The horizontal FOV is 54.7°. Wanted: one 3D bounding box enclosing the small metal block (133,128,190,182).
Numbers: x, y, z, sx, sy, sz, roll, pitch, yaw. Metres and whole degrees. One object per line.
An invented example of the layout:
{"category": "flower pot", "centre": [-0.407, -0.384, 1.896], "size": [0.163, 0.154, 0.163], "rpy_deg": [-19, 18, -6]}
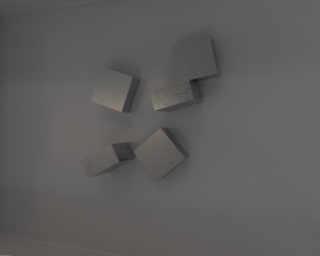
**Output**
{"category": "small metal block", "centre": [0.002, 0.034, 0.410], "size": [0.050, 0.025, 0.050], "rpy_deg": [-41, 77, 15]}

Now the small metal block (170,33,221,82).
{"category": "small metal block", "centre": [0.045, -0.086, 0.394], "size": [0.050, 0.025, 0.050], "rpy_deg": [-12, 86, 19]}

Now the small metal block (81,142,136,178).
{"category": "small metal block", "centre": [-0.069, 0.043, 0.421], "size": [0.050, 0.050, 0.025], "rpy_deg": [-29, 81, 18]}

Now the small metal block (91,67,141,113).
{"category": "small metal block", "centre": [-0.062, -0.053, 0.432], "size": [0.050, 0.025, 0.050], "rpy_deg": [21, 97, 18]}

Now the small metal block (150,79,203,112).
{"category": "small metal block", "centre": [0.022, -0.039, 0.389], "size": [0.050, 0.050, 0.025], "rpy_deg": [-15, 85, 19]}
